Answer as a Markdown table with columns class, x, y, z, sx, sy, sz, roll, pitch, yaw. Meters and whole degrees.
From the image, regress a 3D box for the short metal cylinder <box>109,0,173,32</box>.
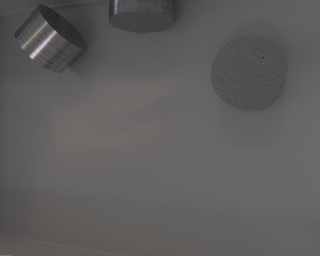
| class | x | y | z | sx | sy | sz | roll | pitch | yaw |
| --- | --- | --- | --- | --- | --- | --- | --- | --- | --- |
| short metal cylinder | -0.023 | -0.157 | 0.389 | 0.080 | 0.080 | 0.050 | 0 | 90 | 20 |

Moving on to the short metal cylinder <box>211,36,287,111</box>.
| class | x | y | z | sx | sy | sz | roll | pitch | yaw |
| --- | --- | --- | --- | --- | --- | --- | --- | --- | --- |
| short metal cylinder | 0.104 | -0.060 | 0.360 | 0.080 | 0.050 | 0.080 | 0 | 90 | 20 |

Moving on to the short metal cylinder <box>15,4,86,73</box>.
| class | x | y | z | sx | sy | sz | roll | pitch | yaw |
| --- | --- | --- | --- | --- | --- | --- | --- | --- | --- |
| short metal cylinder | -0.152 | -0.124 | 0.435 | 0.050 | 0.080 | 0.080 | -41 | 77 | 15 |
